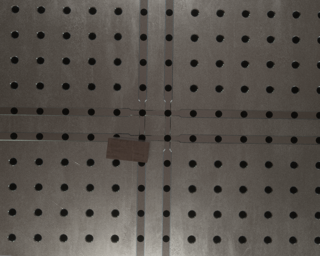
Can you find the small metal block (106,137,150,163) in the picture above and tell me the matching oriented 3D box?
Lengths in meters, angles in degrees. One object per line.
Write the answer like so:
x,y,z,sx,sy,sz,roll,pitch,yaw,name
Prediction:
-0.039,0.027,0.400,0.050,0.050,0.025,6,90,-1,small metal block
